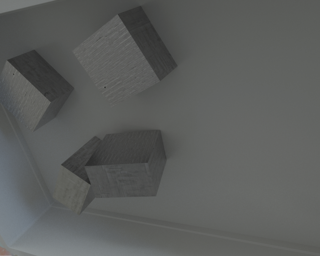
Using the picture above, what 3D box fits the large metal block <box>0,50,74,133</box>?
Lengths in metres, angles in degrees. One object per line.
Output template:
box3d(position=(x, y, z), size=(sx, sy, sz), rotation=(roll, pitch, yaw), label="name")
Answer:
box3d(position=(-0.188, -0.054, 0.459), size=(0.080, 0.050, 0.080), rotation=(45, 129, -3), label="large metal block")

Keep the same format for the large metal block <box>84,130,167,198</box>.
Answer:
box3d(position=(-0.041, 0.046, 0.412), size=(0.080, 0.080, 0.050), rotation=(-5, 117, 14), label="large metal block")

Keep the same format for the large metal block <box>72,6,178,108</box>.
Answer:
box3d(position=(-0.040, -0.081, 0.363), size=(0.080, 0.050, 0.080), rotation=(-24, 106, 36), label="large metal block")

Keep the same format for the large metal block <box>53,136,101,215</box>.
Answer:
box3d(position=(-0.112, 0.072, 0.477), size=(0.050, 0.080, 0.079), rotation=(33, 129, 7), label="large metal block")
